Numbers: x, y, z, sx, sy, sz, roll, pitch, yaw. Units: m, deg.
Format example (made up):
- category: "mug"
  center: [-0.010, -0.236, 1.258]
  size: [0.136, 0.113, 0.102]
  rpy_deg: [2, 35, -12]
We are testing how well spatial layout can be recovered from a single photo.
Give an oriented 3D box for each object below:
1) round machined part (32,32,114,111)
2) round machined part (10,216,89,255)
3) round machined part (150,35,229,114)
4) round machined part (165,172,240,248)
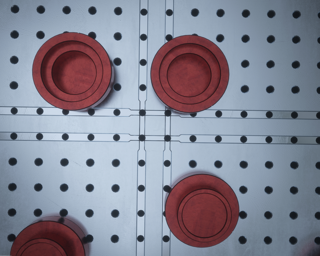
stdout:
- category: "round machined part"
  center: [-0.109, -0.070, 0.403]
  size: [0.099, 0.042, 0.097]
  rpy_deg: [0, 90, -1]
- category: "round machined part"
  center: [-0.147, 0.169, 0.403]
  size: [0.099, 0.042, 0.097]
  rpy_deg: [0, 90, -1]
- category: "round machined part"
  center: [0.037, -0.067, 0.405]
  size: [0.099, 0.042, 0.097]
  rpy_deg: [0, 90, -1]
- category: "round machined part"
  center: [0.056, 0.109, 0.406]
  size: [0.099, 0.042, 0.097]
  rpy_deg: [0, 90, -1]
